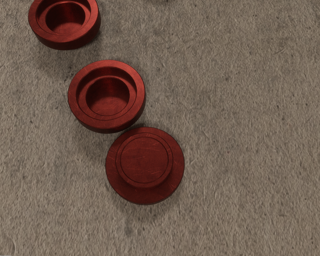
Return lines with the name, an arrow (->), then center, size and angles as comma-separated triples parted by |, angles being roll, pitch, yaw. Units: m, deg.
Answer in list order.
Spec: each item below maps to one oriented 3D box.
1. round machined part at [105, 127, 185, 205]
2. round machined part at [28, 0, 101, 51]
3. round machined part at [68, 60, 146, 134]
round machined part -> -0.018, 0.044, 0.383 | 0.099, 0.042, 0.098 | 0, 70, -1
round machined part -> -0.135, -0.155, 0.454 | 0.099, 0.042, 0.098 | 0, 70, -1
round machined part -> -0.068, -0.038, 0.412 | 0.099, 0.042, 0.098 | 0, 70, -1
